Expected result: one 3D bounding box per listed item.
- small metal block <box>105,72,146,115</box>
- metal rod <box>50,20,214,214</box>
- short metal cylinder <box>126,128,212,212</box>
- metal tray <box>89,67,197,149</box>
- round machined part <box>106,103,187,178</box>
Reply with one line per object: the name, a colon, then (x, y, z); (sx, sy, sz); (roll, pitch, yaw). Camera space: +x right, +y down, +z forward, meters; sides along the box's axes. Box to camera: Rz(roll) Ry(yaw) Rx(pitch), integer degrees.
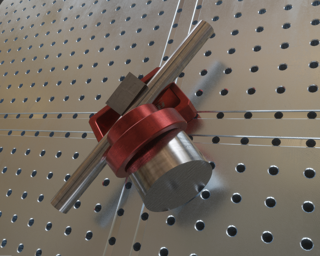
small metal block: (-0.042, -0.044, 0.412); (0.025, 0.050, 0.050); (38, 93, 1)
metal rod: (-0.030, -0.021, 0.396); (0.025, 0.025, 0.300); (32, 79, 37)
short metal cylinder: (0.009, 0.046, 0.337); (0.080, 0.080, 0.050); (-37, 51, 3)
metal tray: (-0.027, -0.015, 0.426); (0.130, 0.030, 0.090); (-37, 51, 3)
round machined part: (-0.020, 0.010, 0.351); (0.098, 0.098, 0.042); (-39, 73, 1)
